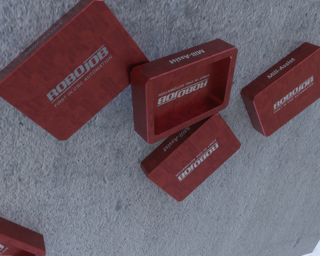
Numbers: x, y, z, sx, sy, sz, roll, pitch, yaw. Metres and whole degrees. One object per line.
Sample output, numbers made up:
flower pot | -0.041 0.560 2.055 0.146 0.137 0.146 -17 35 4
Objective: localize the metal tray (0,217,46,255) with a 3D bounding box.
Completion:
metal tray | -0.224 0.175 0.389 0.130 0.030 0.090 -43 130 1

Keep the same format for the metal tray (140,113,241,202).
metal tray | 0.047 0.039 0.454 0.130 0.030 0.090 -43 130 1

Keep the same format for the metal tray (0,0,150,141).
metal tray | -0.086 -0.059 0.320 0.130 0.030 0.090 -42 130 0

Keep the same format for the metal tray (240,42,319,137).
metal tray | 0.193 -0.057 0.474 0.130 0.030 0.090 -36 129 -4

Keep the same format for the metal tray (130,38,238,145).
metal tray | 0.030 -0.045 0.368 0.131 0.030 0.089 -25 137 -27
